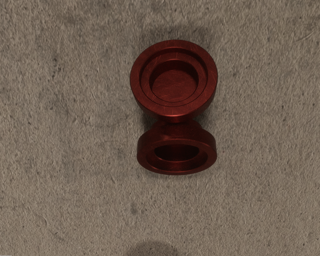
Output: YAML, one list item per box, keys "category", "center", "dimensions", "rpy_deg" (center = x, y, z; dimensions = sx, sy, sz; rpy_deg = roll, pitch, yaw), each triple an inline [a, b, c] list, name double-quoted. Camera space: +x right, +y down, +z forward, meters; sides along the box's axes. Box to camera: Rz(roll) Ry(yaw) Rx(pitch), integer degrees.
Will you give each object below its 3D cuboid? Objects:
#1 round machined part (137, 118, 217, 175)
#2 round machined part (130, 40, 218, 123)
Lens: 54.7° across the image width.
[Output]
- category: "round machined part"
  center: [0.021, 0.021, 0.392]
  dimensions: [0.099, 0.042, 0.098]
  rpy_deg: [0, 147, 0]
- category: "round machined part"
  center: [0.017, -0.051, 0.365]
  dimensions: [0.099, 0.042, 0.098]
  rpy_deg: [-2, 69, 5]
